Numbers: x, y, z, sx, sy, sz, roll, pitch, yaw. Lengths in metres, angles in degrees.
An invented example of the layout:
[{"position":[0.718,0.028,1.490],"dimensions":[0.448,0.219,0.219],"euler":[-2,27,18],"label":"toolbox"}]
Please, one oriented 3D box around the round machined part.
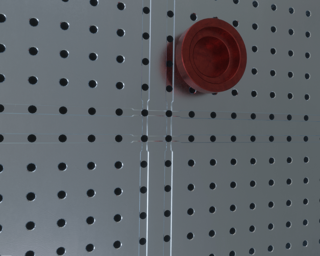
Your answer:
[{"position":[0.066,-0.096,0.427],"dimensions":[0.099,0.042,0.097],"euler":[0,90,-20],"label":"round machined part"}]
